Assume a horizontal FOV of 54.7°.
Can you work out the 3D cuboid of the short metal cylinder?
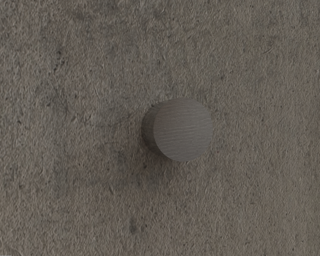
[{"bbox_3d":[0.021,0.002,0.406,0.081,0.050,0.079,0,90,-21],"label":"short metal cylinder"}]
